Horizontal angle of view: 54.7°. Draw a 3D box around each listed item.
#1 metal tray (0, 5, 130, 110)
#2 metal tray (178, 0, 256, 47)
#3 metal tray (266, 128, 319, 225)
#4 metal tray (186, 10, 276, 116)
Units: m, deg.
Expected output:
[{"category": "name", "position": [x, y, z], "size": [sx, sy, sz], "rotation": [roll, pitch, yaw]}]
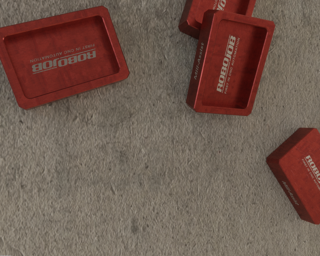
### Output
[{"category": "metal tray", "position": [-0.112, -0.083, 0.364], "size": [0.131, 0.030, 0.090], "rotation": [-21, 97, -19]}, {"category": "metal tray", "position": [0.088, -0.184, 0.438], "size": [0.091, 0.030, 0.129], "rotation": [19, 84, -19]}, {"category": "metal tray", "position": [0.238, 0.075, 0.494], "size": [0.090, 0.030, 0.130], "rotation": [-38, 102, -16]}, {"category": "metal tray", "position": [0.093, -0.084, 0.416], "size": [0.091, 0.030, 0.129], "rotation": [3, 110, -20]}]
